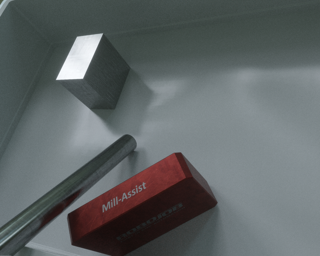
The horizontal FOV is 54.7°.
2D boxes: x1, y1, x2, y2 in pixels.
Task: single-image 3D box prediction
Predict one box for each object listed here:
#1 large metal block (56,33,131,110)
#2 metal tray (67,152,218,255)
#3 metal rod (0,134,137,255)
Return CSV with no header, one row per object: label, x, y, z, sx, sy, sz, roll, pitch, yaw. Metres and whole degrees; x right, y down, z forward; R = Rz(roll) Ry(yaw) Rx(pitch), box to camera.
large metal block,-0.097,-0.083,0.470,0.050,0.080,0.080,3,63,29
metal tray,-0.015,0.084,0.318,0.130,0.090,0.030,-31,52,8
metal rod,-0.106,0.076,0.294,0.025,0.025,0.302,-1,21,27
